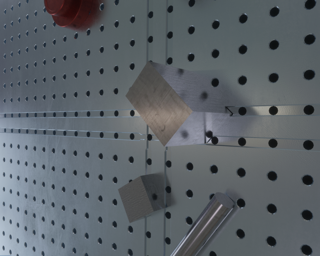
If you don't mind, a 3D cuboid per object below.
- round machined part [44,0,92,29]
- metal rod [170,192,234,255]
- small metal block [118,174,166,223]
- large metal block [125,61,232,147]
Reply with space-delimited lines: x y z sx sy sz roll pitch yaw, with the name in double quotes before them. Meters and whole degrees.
"round machined part" -0.163 -0.224 0.533 0.098 0.042 0.097 0 90 40
"metal rod" 0.004 0.201 0.406 0.025 0.025 0.298 44 116 31
"small metal block" -0.026 0.098 0.431 0.050 0.025 0.050 -35 69 34
"large metal block" 0.022 -0.027 0.356 0.080 0.081 0.050 52 121 27
